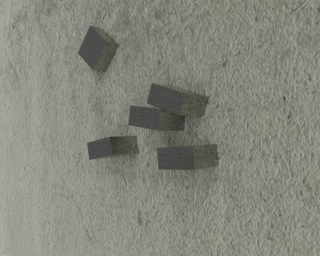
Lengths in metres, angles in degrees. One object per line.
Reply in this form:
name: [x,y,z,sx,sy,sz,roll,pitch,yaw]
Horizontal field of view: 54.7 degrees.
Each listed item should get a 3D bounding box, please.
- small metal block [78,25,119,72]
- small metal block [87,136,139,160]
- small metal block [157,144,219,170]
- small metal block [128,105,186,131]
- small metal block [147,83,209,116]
small metal block: [-0.097,-0.124,0.485,0.050,0.025,0.050,47,118,30]
small metal block: [-0.067,0.028,0.444,0.050,0.050,0.025,-14,81,39]
small metal block: [0.033,0.034,0.362,0.050,0.050,0.025,-6,87,40]
small metal block: [-0.003,-0.013,0.391,0.050,0.050,0.025,10,97,39]
small metal block: [0.022,-0.033,0.371,0.050,0.050,0.025,23,105,37]
